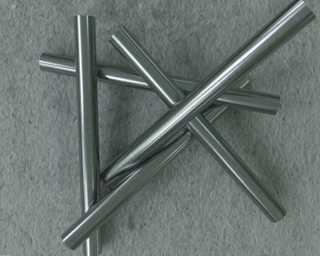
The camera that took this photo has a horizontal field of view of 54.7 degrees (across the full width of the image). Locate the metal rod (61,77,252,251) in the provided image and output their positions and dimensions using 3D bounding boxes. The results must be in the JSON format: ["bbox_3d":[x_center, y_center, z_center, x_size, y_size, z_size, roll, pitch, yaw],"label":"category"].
[{"bbox_3d":[0.001,0.038,0.392,0.301,0.025,0.025,-42,90,-8],"label":"metal rod"}]

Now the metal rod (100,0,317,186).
[{"bbox_3d":[0.029,-0.020,0.341,0.299,0.025,0.025,-41,91,28],"label":"metal rod"}]

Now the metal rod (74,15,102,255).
[{"bbox_3d":[-0.089,0.017,0.388,0.025,0.025,0.298,0,98,-1],"label":"metal rod"}]

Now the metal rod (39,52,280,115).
[{"bbox_3d":[-0.006,-0.057,0.391,0.302,0.025,0.025,12,90,7],"label":"metal rod"}]

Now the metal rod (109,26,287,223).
[{"bbox_3d":[0.051,0.002,0.374,0.025,0.025,0.300,-42,99,0],"label":"metal rod"}]
